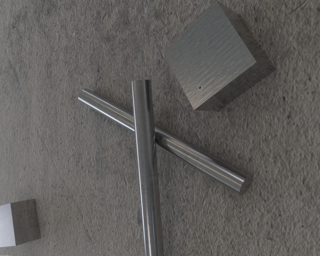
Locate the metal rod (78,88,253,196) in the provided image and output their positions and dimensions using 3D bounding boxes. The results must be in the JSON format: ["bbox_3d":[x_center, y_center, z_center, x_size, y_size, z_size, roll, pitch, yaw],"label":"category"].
[{"bbox_3d":[-0.016,0.004,0.417,0.300,0.025,0.025,28,108,36],"label":"metal rod"}]

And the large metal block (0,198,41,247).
[{"bbox_3d":[-0.292,0.193,0.629,0.080,0.050,0.080,-20,77,38],"label":"large metal block"}]

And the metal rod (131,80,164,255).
[{"bbox_3d":[-0.013,0.090,0.393,0.025,0.025,0.298,0,97,40],"label":"metal rod"}]

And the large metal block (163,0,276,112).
[{"bbox_3d":[0.062,-0.074,0.337,0.080,0.050,0.080,-39,67,33],"label":"large metal block"}]
